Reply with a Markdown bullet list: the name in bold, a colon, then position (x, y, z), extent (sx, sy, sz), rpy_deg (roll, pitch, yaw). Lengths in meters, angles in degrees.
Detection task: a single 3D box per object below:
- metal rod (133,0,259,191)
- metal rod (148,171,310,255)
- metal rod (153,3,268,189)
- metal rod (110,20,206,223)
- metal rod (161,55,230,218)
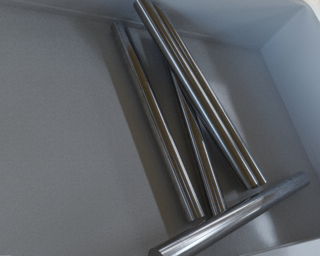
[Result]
- **metal rod**: position (0.047, -0.051, 0.429), extent (0.025, 0.025, 0.299), rpy_deg (-26, 83, -37)
- **metal rod**: position (0.109, 0.100, 0.379), extent (0.302, 0.025, 0.025), rpy_deg (-10, 67, -42)
- **metal rod**: position (0.065, -0.049, 0.449), extent (0.025, 0.025, 0.299), rpy_deg (-26, 83, -37)
- **metal rod**: position (-0.010, -0.023, 0.415), extent (0.025, 0.025, 0.299), rpy_deg (-9, 66, -32)
- **metal rod**: position (0.039, -0.019, 0.440), extent (0.025, 0.025, 0.299), rpy_deg (0, 62, -29)
